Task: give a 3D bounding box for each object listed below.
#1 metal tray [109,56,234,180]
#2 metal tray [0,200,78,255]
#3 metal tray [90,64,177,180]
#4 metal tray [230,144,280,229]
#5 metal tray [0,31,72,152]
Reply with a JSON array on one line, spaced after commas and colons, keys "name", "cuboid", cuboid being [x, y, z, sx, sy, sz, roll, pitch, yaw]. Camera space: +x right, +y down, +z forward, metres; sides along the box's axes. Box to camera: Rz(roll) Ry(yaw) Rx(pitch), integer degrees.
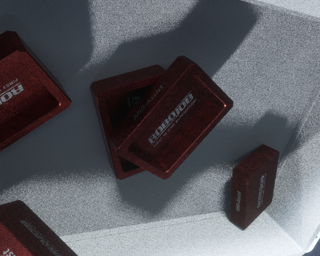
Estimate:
[{"name": "metal tray", "cuboid": [0.016, -0.008, 0.368, 0.130, 0.030, 0.090, -49, 129, 6]}, {"name": "metal tray", "cuboid": [-0.133, 0.138, 0.336, 0.130, 0.090, 0.030, 44, 81, 2]}, {"name": "metal tray", "cuboid": [-0.027, -0.005, 0.387, 0.091, 0.030, 0.129, -19, 126, -17]}, {"name": "metal tray", "cuboid": [0.165, 0.104, 0.543, 0.091, 0.030, 0.129, -31, 131, -31]}, {"name": "metal tray", "cuboid": [-0.160, -0.018, 0.285, 0.130, 0.030, 0.090, -34, 152, -6]}]
